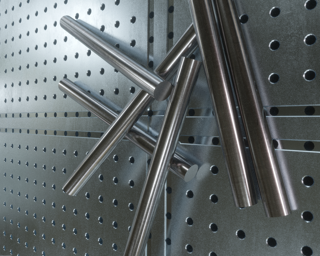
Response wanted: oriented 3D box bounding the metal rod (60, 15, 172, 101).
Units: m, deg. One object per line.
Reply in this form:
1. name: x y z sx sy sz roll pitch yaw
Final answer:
1. metal rod: -0.081 -0.114 0.448 0.300 0.025 0.025 41 115 42

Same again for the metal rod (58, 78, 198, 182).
1. metal rod: -0.065 -0.011 0.464 0.300 0.025 0.025 32 110 35

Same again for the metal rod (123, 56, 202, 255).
1. metal rod: -0.005 0.063 0.379 0.025 0.025 0.298 25 104 37

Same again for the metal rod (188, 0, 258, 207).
1. metal rod: 0.061 -0.064 0.341 0.025 0.025 0.299 -15 86 39

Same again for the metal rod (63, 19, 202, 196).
1. metal rod: -0.041 -0.016 0.415 0.299 0.025 0.025 -49 61 18

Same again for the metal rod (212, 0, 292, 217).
1. metal rod: 0.089 -0.057 0.336 0.025 0.025 0.299 -19 78 38
